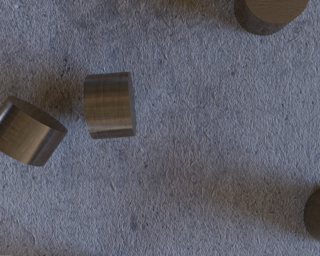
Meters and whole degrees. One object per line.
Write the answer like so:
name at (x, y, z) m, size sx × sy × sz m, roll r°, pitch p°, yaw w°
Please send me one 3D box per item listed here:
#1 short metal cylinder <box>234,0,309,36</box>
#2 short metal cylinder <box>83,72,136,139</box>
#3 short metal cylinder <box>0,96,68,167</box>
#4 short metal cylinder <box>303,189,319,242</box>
short metal cylinder at (0.141, -0.166, 0.398) m, size 0.081 × 0.050 × 0.080 m, roll 0°, pitch 90°, yaw 0°
short metal cylinder at (-0.059, -0.027, 0.382) m, size 0.050 × 0.080 × 0.080 m, roll -5°, pitch 90°, yaw 0°
short metal cylinder at (-0.163, 0.004, 0.381) m, size 0.080 × 0.080 × 0.050 m, roll 35°, pitch 90°, yaw 0°
short metal cylinder at (0.236, 0.120, 0.399) m, size 0.081 × 0.050 × 0.080 m, roll 0°, pitch 90°, yaw 0°
